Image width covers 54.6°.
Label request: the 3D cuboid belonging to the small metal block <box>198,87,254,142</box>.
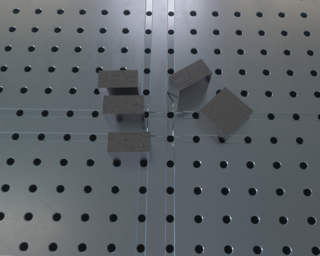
[{"bbox_3d":[0.088,-0.019,0.419,0.050,0.025,0.050,-42,75,-14],"label":"small metal block"}]

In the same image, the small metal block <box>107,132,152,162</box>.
[{"bbox_3d":[-0.037,0.025,0.389,0.050,0.050,0.025,-1,70,0],"label":"small metal block"}]

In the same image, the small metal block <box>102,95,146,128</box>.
[{"bbox_3d":[-0.045,-0.021,0.406,0.050,0.050,0.025,0,70,0],"label":"small metal block"}]

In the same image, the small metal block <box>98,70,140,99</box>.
[{"bbox_3d":[-0.053,-0.054,0.418,0.050,0.050,0.025,-1,70,-1],"label":"small metal block"}]

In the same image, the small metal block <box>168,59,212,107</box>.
[{"bbox_3d":[0.039,-0.060,0.421,0.050,0.050,0.025,-30,73,-10],"label":"small metal block"}]
